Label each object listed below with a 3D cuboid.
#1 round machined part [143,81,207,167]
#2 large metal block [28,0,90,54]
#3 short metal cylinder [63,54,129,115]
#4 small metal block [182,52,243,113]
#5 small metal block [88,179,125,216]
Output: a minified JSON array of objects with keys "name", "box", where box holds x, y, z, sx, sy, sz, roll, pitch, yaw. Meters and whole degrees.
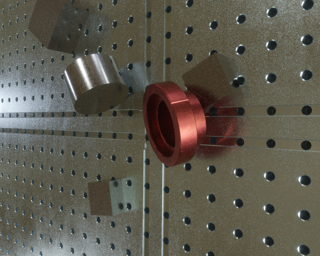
[{"name":"round machined part","box":[0.018,-0.007,0.364,0.098,0.042,0.097,45,143,51]},{"name":"large metal block","box":[-0.177,-0.186,0.536,0.080,0.050,0.080,44,116,31]},{"name":"short metal cylinder","box":[-0.092,-0.062,0.447,0.080,0.081,0.050,-38,67,33]},{"name":"small metal block","box":[0.060,-0.051,0.359,0.050,0.025,0.050,-31,71,35]},{"name":"small metal block","box":[-0.083,0.106,0.475,0.050,0.025,0.050,-12,83,39]}]
